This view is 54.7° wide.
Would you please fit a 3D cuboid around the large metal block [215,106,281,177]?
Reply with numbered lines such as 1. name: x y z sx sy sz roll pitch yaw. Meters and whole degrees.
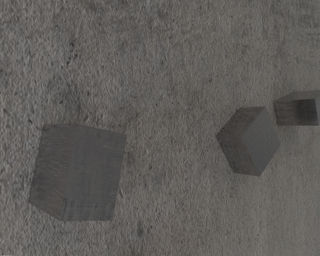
1. large metal block: 0.148 0.021 0.512 0.080 0.050 0.080 -44 117 -31

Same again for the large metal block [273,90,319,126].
1. large metal block: 0.282 -0.040 0.605 0.081 0.080 0.050 -22 104 -38

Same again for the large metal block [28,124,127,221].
1. large metal block: -0.082 0.040 0.300 0.050 0.080 0.080 14 81 -39
